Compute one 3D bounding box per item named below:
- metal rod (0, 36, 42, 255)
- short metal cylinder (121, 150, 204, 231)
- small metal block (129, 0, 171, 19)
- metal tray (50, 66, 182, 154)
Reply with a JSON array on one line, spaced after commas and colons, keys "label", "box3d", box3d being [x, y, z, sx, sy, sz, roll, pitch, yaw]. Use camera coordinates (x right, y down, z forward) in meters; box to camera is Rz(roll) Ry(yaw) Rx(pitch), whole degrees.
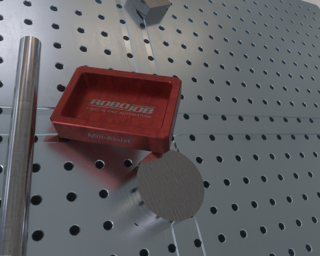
[{"label": "metal rod", "box3d": [-0.142, 0.025, 0.315, 0.025, 0.025, 0.299, 6, 59, -25]}, {"label": "short metal cylinder", "box3d": [0.002, 0.070, 0.350, 0.081, 0.050, 0.080, 13, 56, -21]}, {"label": "small metal block", "box3d": [-0.018, -0.218, 0.531, 0.050, 0.025, 0.050, -28, 77, -37]}, {"label": "metal tray", "box3d": [-0.046, -0.024, 0.359, 0.131, 0.030, 0.090, 8, 54, 8]}]
